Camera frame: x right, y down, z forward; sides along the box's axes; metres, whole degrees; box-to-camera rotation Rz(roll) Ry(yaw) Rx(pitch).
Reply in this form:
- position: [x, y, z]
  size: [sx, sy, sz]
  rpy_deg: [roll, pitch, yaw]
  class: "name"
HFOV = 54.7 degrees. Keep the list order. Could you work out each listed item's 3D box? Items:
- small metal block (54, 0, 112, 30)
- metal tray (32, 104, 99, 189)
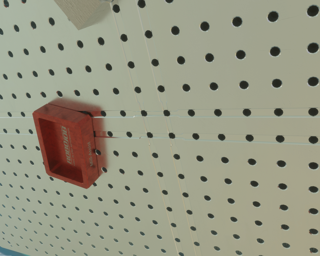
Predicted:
- position: [-0.092, -0.154, 0.365]
  size: [0.050, 0.025, 0.050]
  rpy_deg: [-32, 101, 38]
  class: "small metal block"
- position: [-0.152, 0.031, 0.507]
  size: [0.090, 0.030, 0.129]
  rpy_deg: [14, 124, 20]
  class: "metal tray"
